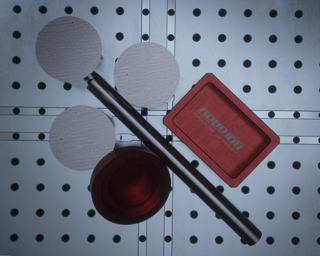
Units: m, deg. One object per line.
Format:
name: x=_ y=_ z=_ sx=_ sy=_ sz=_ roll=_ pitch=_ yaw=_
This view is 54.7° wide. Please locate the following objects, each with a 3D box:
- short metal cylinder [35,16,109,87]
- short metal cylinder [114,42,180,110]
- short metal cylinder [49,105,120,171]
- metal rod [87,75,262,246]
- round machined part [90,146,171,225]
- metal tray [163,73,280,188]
short metal cylinder: x=-0.110 y=-0.096 z=0.400 sx=0.081 sy=0.050 sz=0.080 roll=0 pitch=90 yaw=0
short metal cylinder: x=-0.016 y=-0.065 z=0.400 sx=0.081 sy=0.050 sz=0.080 roll=0 pitch=90 yaw=0
short metal cylinder: x=-0.094 y=0.012 z=0.400 sx=0.081 sy=0.050 sz=0.080 roll=0 pitch=90 yaw=0
metal rod: x=0.019 y=0.043 z=0.414 sx=0.300 sy=0.025 sz=0.025 roll=44 pitch=90 yaw=0
round machined part: x=-0.039 y=0.069 z=0.394 sx=0.099 sy=0.042 sz=0.097 roll=-5 pitch=107 yaw=-18
metal tray: x=0.079 y=0.003 z=0.410 sx=0.130 sy=0.030 sz=0.090 roll=44 pitch=90 yaw=0
